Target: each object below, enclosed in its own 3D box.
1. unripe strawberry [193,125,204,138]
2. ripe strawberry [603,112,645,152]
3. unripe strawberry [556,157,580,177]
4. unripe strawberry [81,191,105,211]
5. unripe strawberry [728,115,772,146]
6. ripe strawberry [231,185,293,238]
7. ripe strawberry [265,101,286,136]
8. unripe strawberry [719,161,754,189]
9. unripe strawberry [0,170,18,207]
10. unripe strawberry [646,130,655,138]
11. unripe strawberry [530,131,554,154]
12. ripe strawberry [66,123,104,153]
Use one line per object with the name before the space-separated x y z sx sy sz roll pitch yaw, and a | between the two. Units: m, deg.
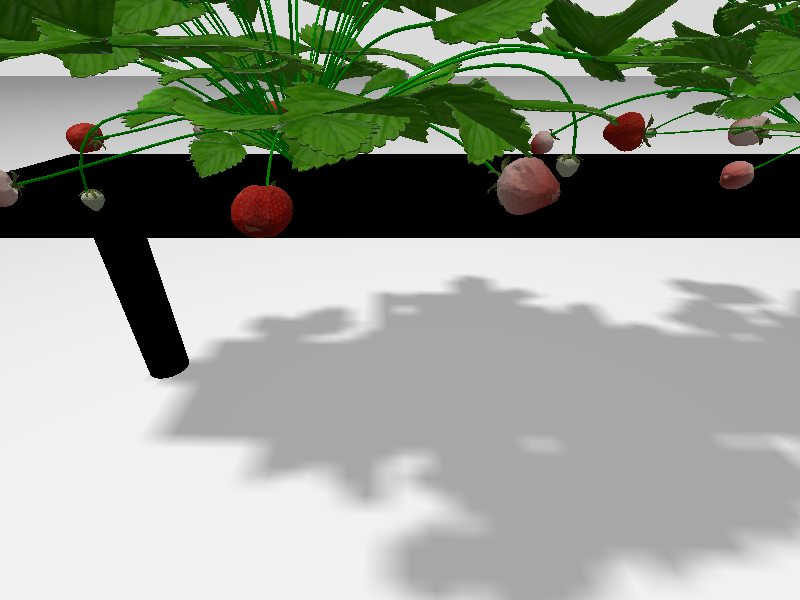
unripe strawberry | -0.212 -0.182 0.436 0.028 0.027 0.026 9 28 44
ripe strawberry | 0.223 -0.168 0.399 0.037 0.036 0.040 15 34 25
unripe strawberry | 0.124 -0.099 0.297 0.016 0.015 0.014 6 31 10
unripe strawberry | -0.186 -0.060 0.243 0.011 0.012 0.012 25 39 36
unripe strawberry | 0.367 -0.180 0.424 0.035 0.030 0.035 1 30 1
ripe strawberry | -0.068 -0.041 0.196 0.030 0.027 0.027 -3 40 -5
ripe strawberry | -0.153 -0.221 0.490 0.039 0.041 0.042 -11 32 -17
unripe strawberry | 0.237 -0.088 0.283 0.020 0.020 0.019 -14 33 -21
unripe strawberry | -0.254 -0.069 0.247 0.025 0.024 0.023 -18 35 -26
unripe strawberry | 0.297 -0.198 0.475 0.010 0.011 0.011 -12 -15 -20
unripe strawberry | 0.137 -0.152 0.389 0.023 0.020 0.023 -31 17 30
ripe strawberry | -0.311 -0.159 0.393 0.031 0.027 0.031 8 32 15
